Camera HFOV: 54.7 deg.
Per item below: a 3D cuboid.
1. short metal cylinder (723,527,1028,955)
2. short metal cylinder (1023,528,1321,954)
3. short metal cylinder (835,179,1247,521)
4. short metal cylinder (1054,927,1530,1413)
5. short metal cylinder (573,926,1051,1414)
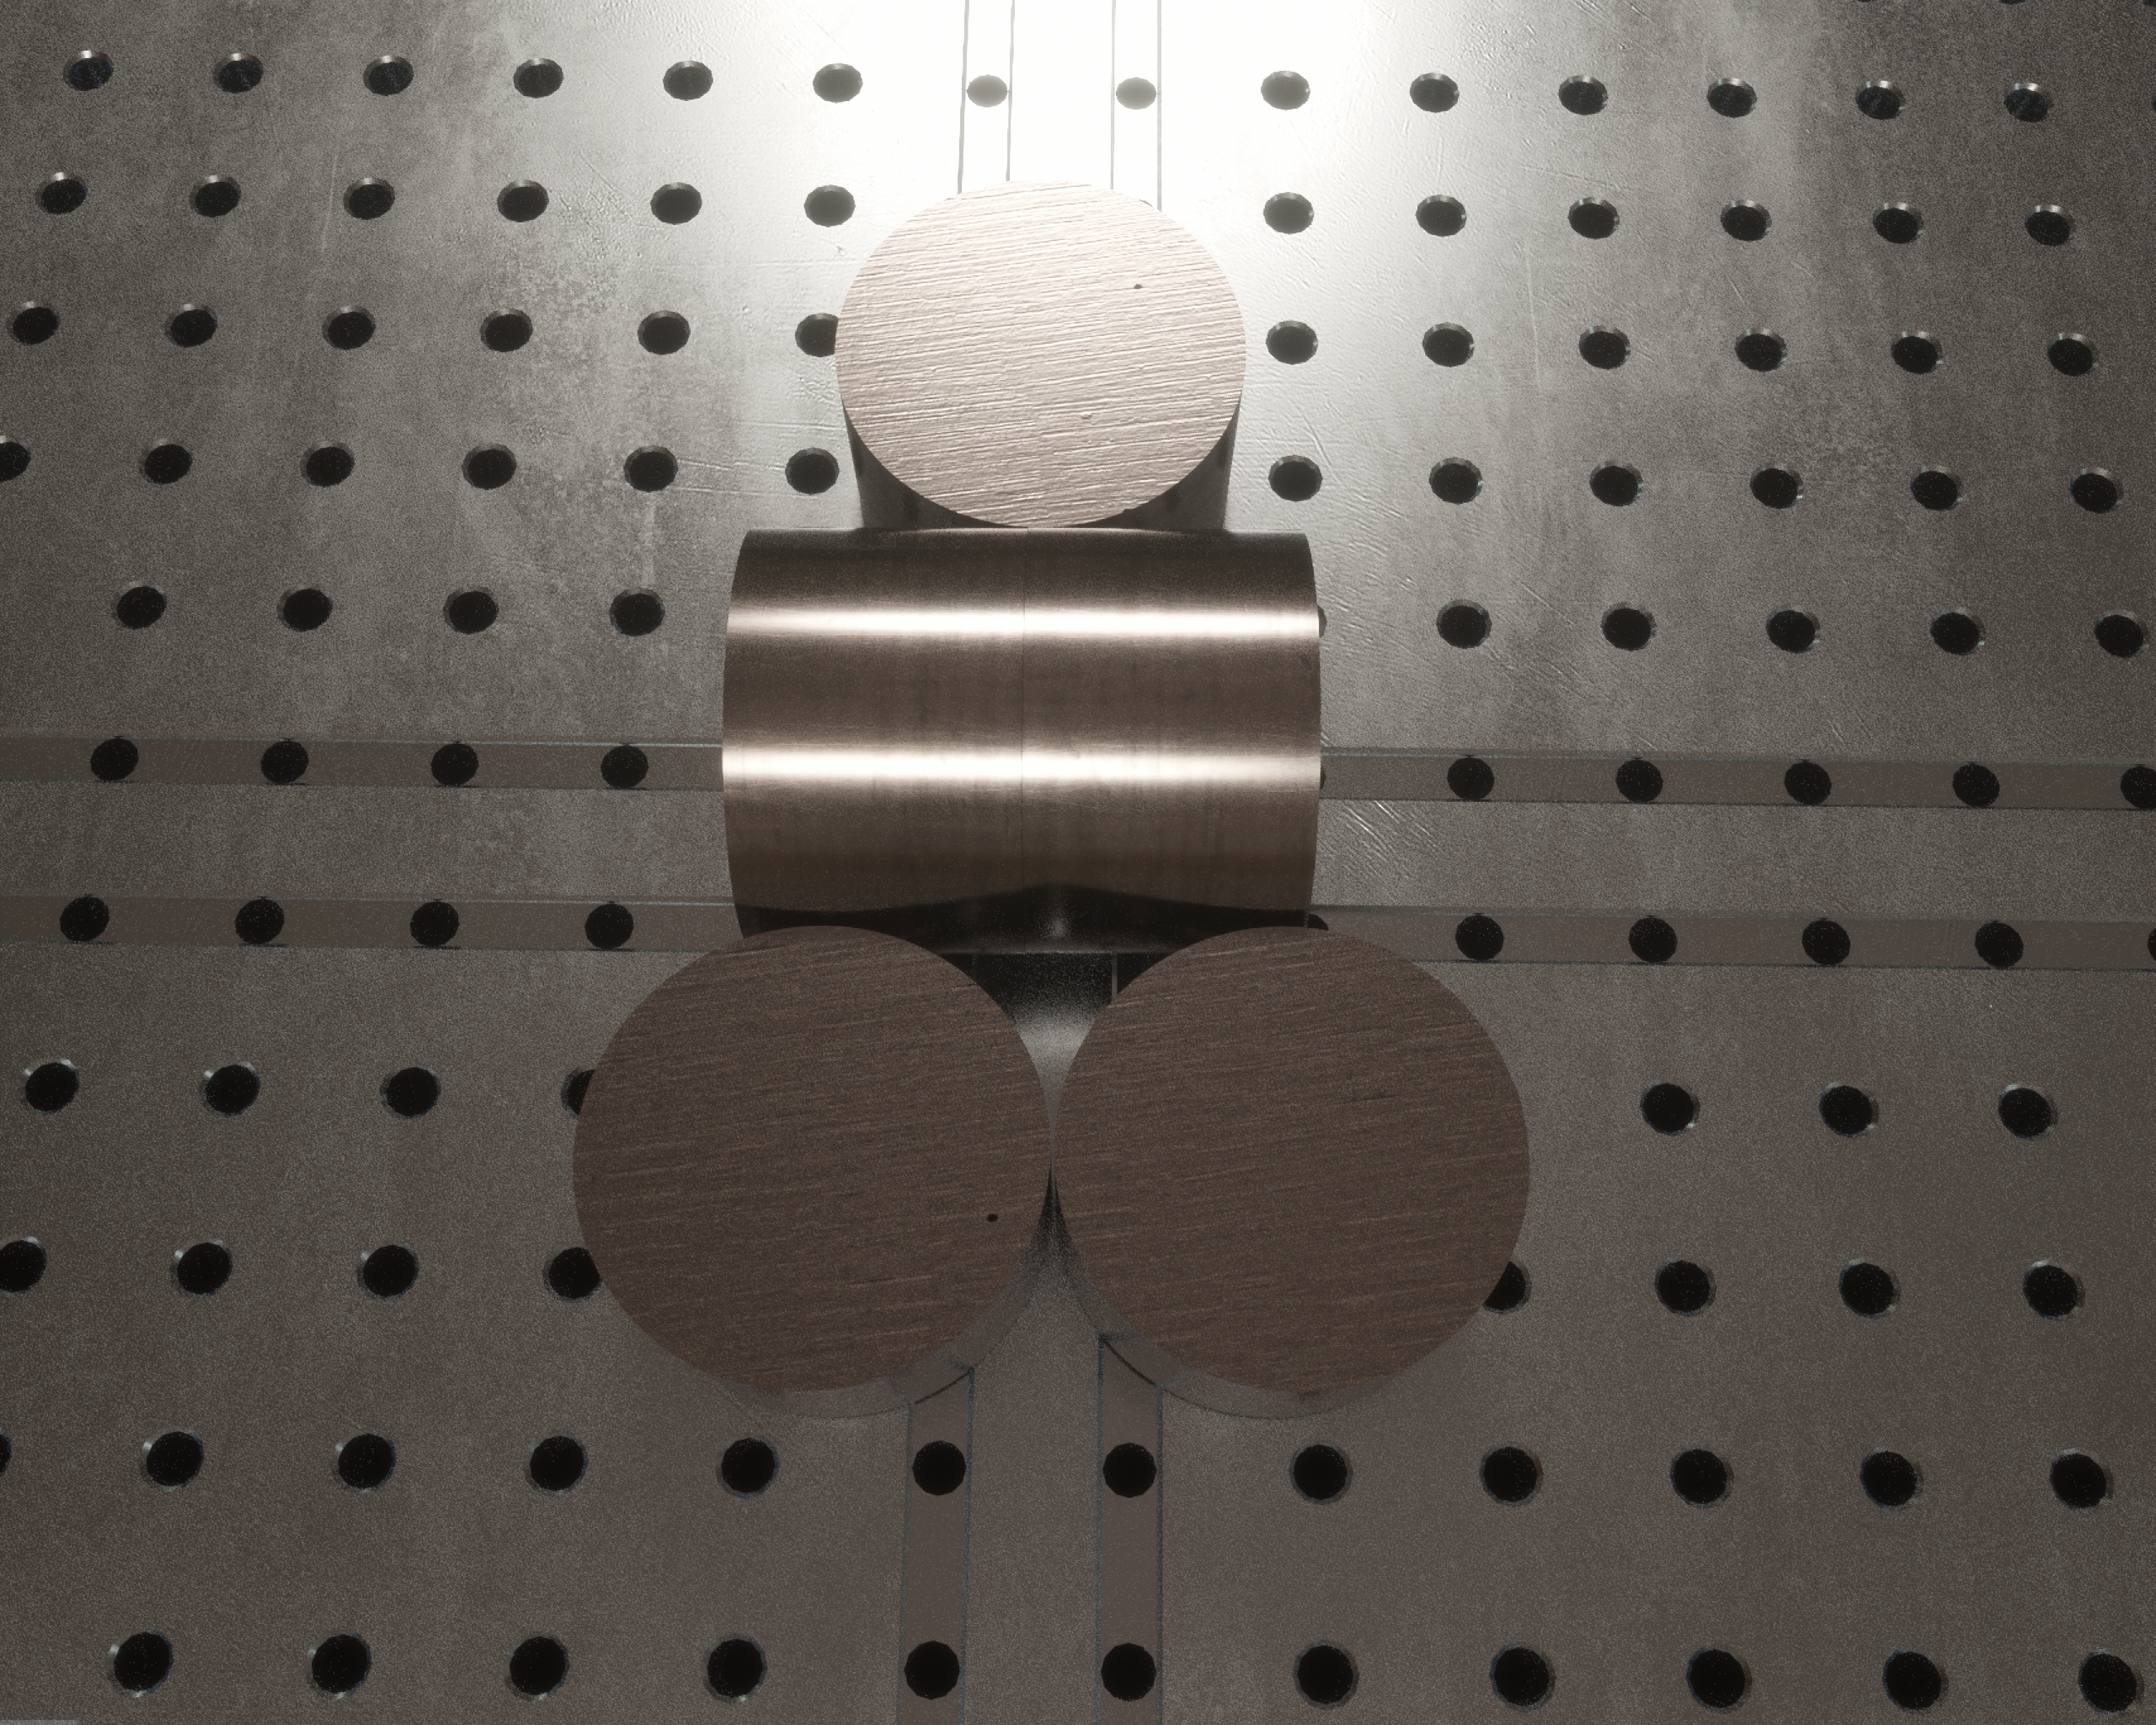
[{"bbox_3d":[-0.035,-0.023,0.391,0.050,0.080,0.080,0,70,0],"label":"short metal cylinder"},{"bbox_3d":[0.016,-0.022,0.392,0.050,0.080,0.080,0,70,0],"label":"short metal cylinder"},{"bbox_3d":[-0.007,-0.093,0.432,0.081,0.050,0.080,0,70,0],"label":"short metal cylinder"},{"bbox_3d":[0.036,0.057,0.376,0.081,0.050,0.080,0,70,0],"label":"short metal cylinder"},{"bbox_3d":[-0.045,0.057,0.376,0.081,0.050,0.080,0,70,0],"label":"short metal cylinder"}]
